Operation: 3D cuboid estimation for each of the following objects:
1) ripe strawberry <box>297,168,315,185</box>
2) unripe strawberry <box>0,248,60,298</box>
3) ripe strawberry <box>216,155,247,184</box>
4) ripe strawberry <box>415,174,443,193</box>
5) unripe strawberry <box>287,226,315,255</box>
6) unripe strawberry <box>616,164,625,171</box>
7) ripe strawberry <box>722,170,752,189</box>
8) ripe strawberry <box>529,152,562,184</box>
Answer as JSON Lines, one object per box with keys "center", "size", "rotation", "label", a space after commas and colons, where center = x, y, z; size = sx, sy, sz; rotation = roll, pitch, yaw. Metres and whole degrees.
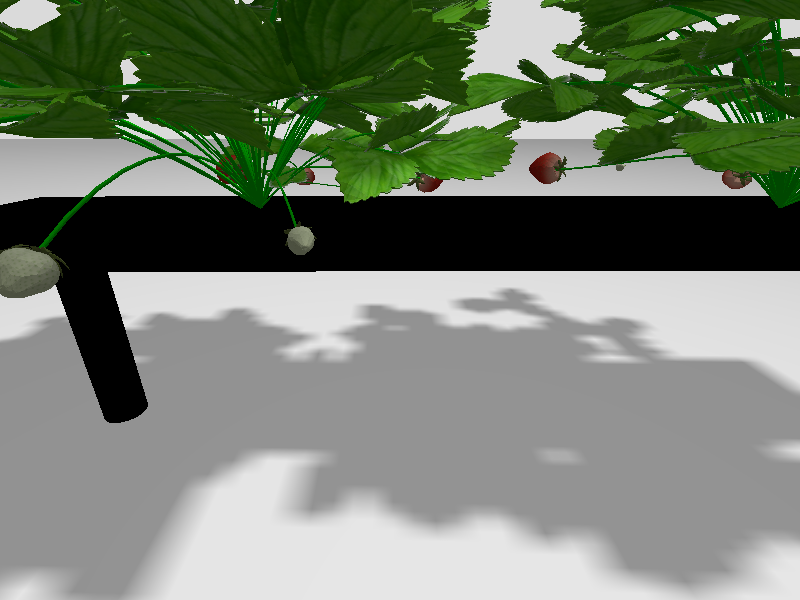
{"center": [-0.112, -0.145, 0.470], "size": [0.024, 0.021, 0.024], "rotation": [1, 18, 3], "label": "ripe strawberry"}
{"center": [-0.152, -0.010, 0.162], "size": [0.021, 0.021, 0.018], "rotation": [4, -34, 8], "label": "unripe strawberry"}
{"center": [-0.199, -0.155, 0.476], "size": [0.038, 0.033, 0.038], "rotation": [-12, 25, -25], "label": "ripe strawberry"}
{"center": [0.032, -0.130, 0.420], "size": [0.032, 0.033, 0.029], "rotation": [-12, 26, -27], "label": "ripe strawberry"}
{"center": [-0.053, -0.031, 0.217], "size": [0.015, 0.015, 0.016], "rotation": [-11, 44, -24], "label": "unripe strawberry"}
{"center": [0.300, -0.182, 0.547], "size": [0.011, 0.011, 0.011], "rotation": [-3, 24, -7], "label": "unripe strawberry"}
{"center": [0.384, -0.142, 0.457], "size": [0.028, 0.029, 0.030], "rotation": [10, 25, 21], "label": "ripe strawberry"}
{"center": [0.179, -0.163, 0.495], "size": [0.036, 0.038, 0.039], "rotation": [-19, 29, -38], "label": "ripe strawberry"}
